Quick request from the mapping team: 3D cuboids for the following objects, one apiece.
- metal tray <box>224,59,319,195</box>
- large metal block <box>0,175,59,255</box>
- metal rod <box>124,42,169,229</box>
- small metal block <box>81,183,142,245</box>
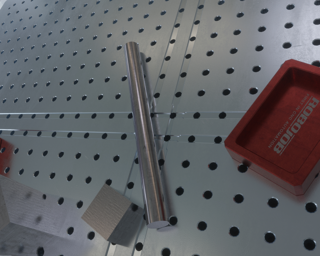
[{"bbox_3d":[0.144,-0.006,0.333,0.090,0.030,0.130,32,79,38],"label":"metal tray"},{"bbox_3d":[-0.189,0.116,0.401,0.050,0.080,0.080,-41,51,1],"label":"large metal block"},{"bbox_3d":[-0.025,-0.013,0.429,0.025,0.025,0.299,-22,54,15],"label":"metal rod"},{"bbox_3d":[-0.059,0.103,0.376,0.050,0.025,0.050,25,75,36],"label":"small metal block"}]
